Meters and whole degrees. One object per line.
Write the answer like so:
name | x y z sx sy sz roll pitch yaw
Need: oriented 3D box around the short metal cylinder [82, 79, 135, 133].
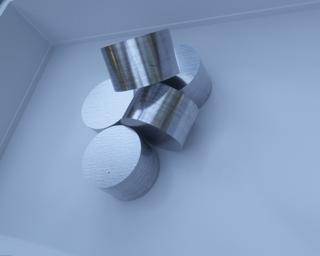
short metal cylinder | -0.060 -0.022 0.430 0.080 0.050 0.080 -13 56 20

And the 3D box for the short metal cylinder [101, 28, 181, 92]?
short metal cylinder | -0.022 -0.078 0.355 0.080 0.050 0.080 -15 16 5

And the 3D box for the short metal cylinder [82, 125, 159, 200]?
short metal cylinder | -0.048 0.044 0.384 0.080 0.050 0.080 -13 56 20

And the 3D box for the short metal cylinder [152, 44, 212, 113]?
short metal cylinder | 0.023 -0.064 0.414 0.080 0.050 0.080 -13 56 20

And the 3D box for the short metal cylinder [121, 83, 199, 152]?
short metal cylinder | 0.000 -0.012 0.376 0.080 0.080 0.050 14 69 33
